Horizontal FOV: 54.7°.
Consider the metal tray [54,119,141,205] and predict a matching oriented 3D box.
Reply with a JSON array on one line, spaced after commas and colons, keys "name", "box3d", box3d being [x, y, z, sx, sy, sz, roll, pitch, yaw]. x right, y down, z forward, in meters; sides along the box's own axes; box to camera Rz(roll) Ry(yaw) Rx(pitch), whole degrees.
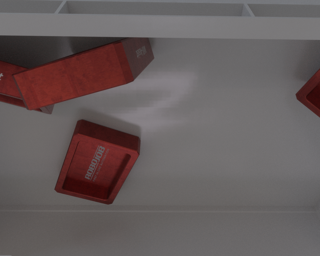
[{"name": "metal tray", "box3d": [-0.093, 0.055, 0.451, 0.091, 0.030, 0.129, 18, 128, -15]}]

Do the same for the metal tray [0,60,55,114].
[{"name": "metal tray", "box3d": [-0.180, -0.050, 0.325, 0.131, 0.030, 0.090, 15, 172, -13]}]

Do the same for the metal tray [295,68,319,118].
[{"name": "metal tray", "box3d": [0.219, -0.021, 0.318, 0.130, 0.030, 0.090, 44, 159, 14]}]

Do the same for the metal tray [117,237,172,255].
[{"name": "metal tray", "box3d": [-0.025, 0.234, 0.552, 0.091, 0.130, 0.030, 14, 84, -12]}]

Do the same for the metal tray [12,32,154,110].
[{"name": "metal tray", "box3d": [-0.060, -0.058, 0.288, 0.090, 0.130, 0.030, -14, 108, 11]}]
